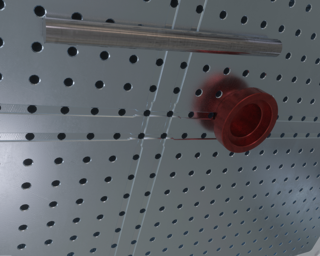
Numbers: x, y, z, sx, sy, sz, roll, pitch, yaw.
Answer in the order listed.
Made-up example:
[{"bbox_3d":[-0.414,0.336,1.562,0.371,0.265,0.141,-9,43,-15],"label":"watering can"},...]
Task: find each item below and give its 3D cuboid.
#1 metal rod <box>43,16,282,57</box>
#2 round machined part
[{"bbox_3d":[0.025,-0.102,0.361,0.303,0.025,0.025,-4,120,-27],"label":"metal rod"},{"bbox_3d":[0.121,-0.015,0.457,0.099,0.042,0.097,-14,124,-21],"label":"round machined part"}]
